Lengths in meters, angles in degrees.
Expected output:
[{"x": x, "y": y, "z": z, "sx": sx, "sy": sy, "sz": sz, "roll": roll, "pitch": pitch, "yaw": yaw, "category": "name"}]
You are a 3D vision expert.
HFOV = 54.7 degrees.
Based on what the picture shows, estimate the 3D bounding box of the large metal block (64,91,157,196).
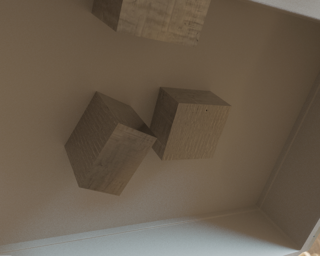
[{"x": -0.060, "y": 0.016, "z": 0.352, "sx": 0.050, "sy": 0.080, "sz": 0.080, "roll": 24, "pitch": 106, "yaw": -37, "category": "large metal block"}]

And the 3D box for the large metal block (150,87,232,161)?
[{"x": 0.037, "y": -0.005, "z": 0.411, "sx": 0.081, "sy": 0.050, "sz": 0.079, "roll": 1, "pitch": 118, "yaw": -29, "category": "large metal block"}]

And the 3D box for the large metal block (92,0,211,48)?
[{"x": -0.011, "y": -0.118, "z": 0.295, "sx": 0.081, "sy": 0.080, "sz": 0.050, "roll": 2, "pitch": 118, "yaw": -30, "category": "large metal block"}]
